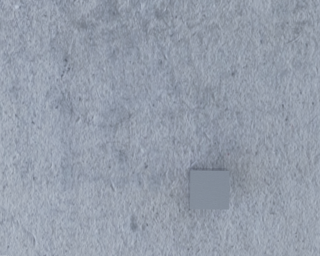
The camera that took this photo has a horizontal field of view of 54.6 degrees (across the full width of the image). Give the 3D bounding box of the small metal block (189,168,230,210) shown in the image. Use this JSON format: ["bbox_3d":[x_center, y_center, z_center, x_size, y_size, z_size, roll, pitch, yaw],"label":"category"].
[{"bbox_3d":[0.064,0.080,0.410,0.050,0.025,0.050,1,90,0],"label":"small metal block"}]
